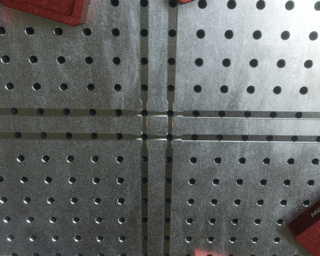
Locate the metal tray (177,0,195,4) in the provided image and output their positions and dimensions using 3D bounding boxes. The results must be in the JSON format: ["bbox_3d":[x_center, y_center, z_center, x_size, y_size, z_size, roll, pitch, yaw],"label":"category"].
[{"bbox_3d":[0.045,-0.212,0.333,0.090,0.030,0.129,-17,109,6],"label":"metal tray"}]

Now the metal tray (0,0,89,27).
[{"bbox_3d":[-0.118,-0.189,0.340,0.090,0.030,0.129,15,109,-6],"label":"metal tray"}]

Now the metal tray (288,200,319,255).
[{"bbox_3d":[0.274,0.143,0.465,0.090,0.030,0.130,42,105,-14],"label":"metal tray"}]
